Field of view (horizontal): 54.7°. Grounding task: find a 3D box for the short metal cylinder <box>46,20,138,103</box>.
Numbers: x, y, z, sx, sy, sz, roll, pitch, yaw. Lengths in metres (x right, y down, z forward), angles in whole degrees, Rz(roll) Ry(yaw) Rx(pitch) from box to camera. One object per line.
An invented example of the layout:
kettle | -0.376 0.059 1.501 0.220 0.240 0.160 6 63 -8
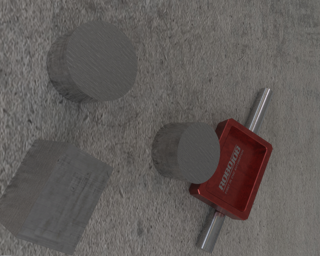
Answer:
short metal cylinder | -0.071 -0.067 0.329 0.081 0.050 0.079 0 90 -40

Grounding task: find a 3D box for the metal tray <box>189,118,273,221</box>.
metal tray | 0.111 0.062 0.473 0.090 0.030 0.130 32 68 -12

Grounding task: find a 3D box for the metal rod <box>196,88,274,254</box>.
metal rod | 0.130 0.057 0.513 0.025 0.025 0.300 42 65 -32

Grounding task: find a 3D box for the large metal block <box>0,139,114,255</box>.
large metal block | -0.100 0.058 0.285 0.050 0.080 0.080 37 67 -34

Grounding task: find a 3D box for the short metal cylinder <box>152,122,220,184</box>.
short metal cylinder | 0.036 0.032 0.419 0.081 0.050 0.079 0 90 -40
